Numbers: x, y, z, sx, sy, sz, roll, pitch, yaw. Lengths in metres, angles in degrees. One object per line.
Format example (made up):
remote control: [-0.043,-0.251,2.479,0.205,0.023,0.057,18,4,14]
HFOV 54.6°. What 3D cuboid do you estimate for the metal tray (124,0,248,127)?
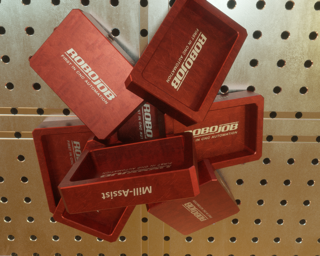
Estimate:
metal tray: [0.032,-0.078,0.346,0.090,0.030,0.130,32,74,-11]

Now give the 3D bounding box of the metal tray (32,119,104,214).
metal tray: [-0.115,0.054,0.430,0.090,0.030,0.129,-4,109,1]

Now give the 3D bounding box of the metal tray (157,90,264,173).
metal tray: [0.066,0.007,0.394,0.131,0.030,0.089,-10,111,-15]

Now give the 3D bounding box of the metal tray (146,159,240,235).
metal tray: [0.046,0.097,0.411,0.090,0.030,0.130,-27,141,10]

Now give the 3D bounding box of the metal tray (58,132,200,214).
metal tray: [-0.027,0.043,0.325,0.130,0.090,0.030,-10,110,8]

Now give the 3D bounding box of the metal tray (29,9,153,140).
metal tray: [-0.079,-0.062,0.369,0.090,0.030,0.130,-43,89,14]

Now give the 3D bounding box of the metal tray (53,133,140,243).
metal tray: [-0.073,0.080,0.407,0.090,0.030,0.129,25,108,-9]

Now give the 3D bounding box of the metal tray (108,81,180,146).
metal tray: [-0.019,0.005,0.412,0.090,0.030,0.129,-5,108,0]
